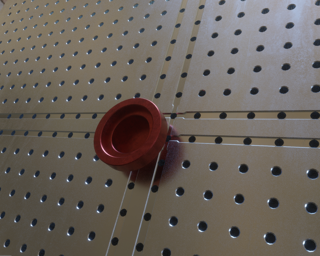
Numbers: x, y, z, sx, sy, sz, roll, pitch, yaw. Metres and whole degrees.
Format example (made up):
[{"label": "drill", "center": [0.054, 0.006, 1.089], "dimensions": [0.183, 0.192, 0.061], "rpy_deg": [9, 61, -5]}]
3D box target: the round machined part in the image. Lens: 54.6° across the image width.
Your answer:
[{"label": "round machined part", "center": [-0.034, 0.012, 0.409], "dimensions": [0.098, 0.042, 0.098], "rpy_deg": [-13, 56, 21]}]
